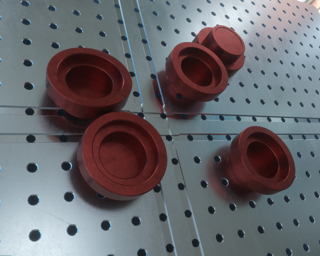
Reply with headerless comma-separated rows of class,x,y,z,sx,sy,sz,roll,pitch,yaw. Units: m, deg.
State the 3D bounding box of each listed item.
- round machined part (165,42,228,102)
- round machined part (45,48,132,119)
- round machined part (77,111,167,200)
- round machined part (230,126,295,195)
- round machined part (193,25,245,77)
round machined part,0.052,-0.081,0.477,0.099,0.042,0.098,14,56,-21
round machined part,-0.087,-0.049,0.375,0.099,0.042,0.098,13,49,-15
round machined part,-0.045,0.034,0.351,0.099,0.042,0.098,13,60,-23
round machined part,0.141,0.049,0.446,0.099,0.042,0.098,14,56,-21
round machined part,0.110,-0.141,0.545,0.099,0.042,0.098,14,56,-21
